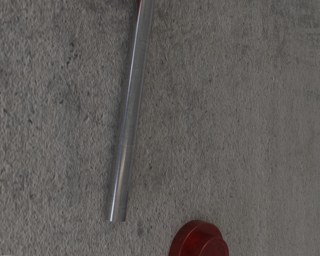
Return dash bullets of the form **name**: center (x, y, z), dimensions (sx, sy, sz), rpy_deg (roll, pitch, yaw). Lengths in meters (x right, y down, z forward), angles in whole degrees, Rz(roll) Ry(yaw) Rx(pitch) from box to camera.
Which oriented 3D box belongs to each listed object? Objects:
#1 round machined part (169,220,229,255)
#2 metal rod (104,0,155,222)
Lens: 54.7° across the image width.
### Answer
- **round machined part**: center (0.062, 0.187, 0.446), dimensions (0.099, 0.042, 0.097), rpy_deg (0, 90, -40)
- **metal rod**: center (-0.034, -0.041, 0.375), dimensions (0.025, 0.025, 0.298), rpy_deg (12, 82, -39)
